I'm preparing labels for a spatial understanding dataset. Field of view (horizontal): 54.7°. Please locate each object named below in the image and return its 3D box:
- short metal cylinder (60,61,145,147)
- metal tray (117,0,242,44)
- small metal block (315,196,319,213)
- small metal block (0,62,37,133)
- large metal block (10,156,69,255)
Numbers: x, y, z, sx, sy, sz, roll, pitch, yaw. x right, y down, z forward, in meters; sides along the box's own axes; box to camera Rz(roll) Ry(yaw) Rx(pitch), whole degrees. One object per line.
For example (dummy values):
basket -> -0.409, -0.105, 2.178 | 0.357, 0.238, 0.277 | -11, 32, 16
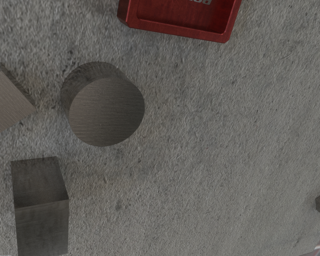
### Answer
short metal cylinder -> -0.063, -0.027, 0.339 | 0.081, 0.050, 0.079 | -14, 124, -21
metal tray -> 0.027, -0.145, 0.328 | 0.131, 0.030, 0.089 | 0, 119, -29
small metal block -> 0.398, 0.175, 0.733 | 0.050, 0.025, 0.050 | -34, 129, -6
small metal block -> -0.160, -0.027, 0.303 | 0.050, 0.025, 0.050 | -34, 129, -6
large metal block -> -0.138, 0.090, 0.352 | 0.050, 0.080, 0.079 | -5, 121, -26
